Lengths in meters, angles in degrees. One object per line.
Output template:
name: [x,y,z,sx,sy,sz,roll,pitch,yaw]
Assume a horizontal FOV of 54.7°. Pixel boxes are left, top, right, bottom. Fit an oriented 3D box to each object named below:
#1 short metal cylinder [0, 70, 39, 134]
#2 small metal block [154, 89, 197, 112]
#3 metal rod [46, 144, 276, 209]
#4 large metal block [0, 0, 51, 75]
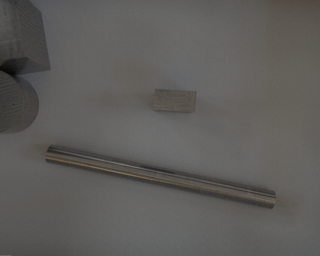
short metal cylinder: [-0.205,-0.032,0.396,0.081,0.050,0.079,0,90,-1]
small metal block: [0.018,-0.034,0.399,0.050,0.050,0.025,3,90,-1]
metal rod: [0.002,0.065,0.411,0.302,0.025,0.025,12,90,-1]
large metal block: [-0.180,-0.114,0.381,0.050,0.080,0.080,-9,90,0]
